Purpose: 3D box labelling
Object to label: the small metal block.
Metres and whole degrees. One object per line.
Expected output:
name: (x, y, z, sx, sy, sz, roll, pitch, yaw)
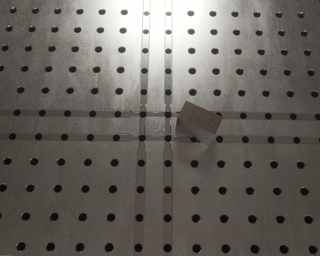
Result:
small metal block: (0.049, -0.005, 0.401, 0.050, 0.050, 0.025, 25, 72, 8)
